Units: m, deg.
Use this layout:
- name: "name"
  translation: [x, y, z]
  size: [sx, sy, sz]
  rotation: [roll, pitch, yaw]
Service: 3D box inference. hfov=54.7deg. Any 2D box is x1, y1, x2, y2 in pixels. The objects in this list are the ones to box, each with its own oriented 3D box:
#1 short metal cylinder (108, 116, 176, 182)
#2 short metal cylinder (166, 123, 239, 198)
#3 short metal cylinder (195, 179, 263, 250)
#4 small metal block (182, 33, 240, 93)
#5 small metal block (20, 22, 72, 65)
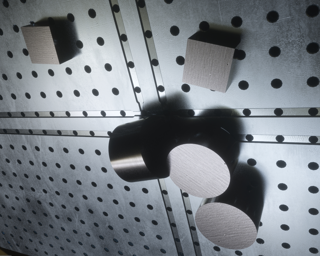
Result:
- name: "short metal cylinder"
  translation: [-0.020, 0.028, 0.404]
  size: [0.050, 0.080, 0.080]
  rotation: [-14, 111, 34]
- name: "short metal cylinder"
  translation: [0.055, 0.041, 0.391]
  size: [0.080, 0.050, 0.079]
  rotation: [13, 124, 20]
- name: "short metal cylinder"
  translation: [0.094, 0.115, 0.417]
  size: [0.080, 0.050, 0.079]
  rotation: [13, 124, 21]
- name: "small metal block"
  translation: [0.055, -0.071, 0.338]
  size: [0.050, 0.025, 0.050]
  rotation: [18, 126, 18]
- name: "small metal block"
  translation: [-0.154, -0.115, 0.421]
  size: [0.050, 0.025, 0.050]
  rotation: [7, 122, 24]
